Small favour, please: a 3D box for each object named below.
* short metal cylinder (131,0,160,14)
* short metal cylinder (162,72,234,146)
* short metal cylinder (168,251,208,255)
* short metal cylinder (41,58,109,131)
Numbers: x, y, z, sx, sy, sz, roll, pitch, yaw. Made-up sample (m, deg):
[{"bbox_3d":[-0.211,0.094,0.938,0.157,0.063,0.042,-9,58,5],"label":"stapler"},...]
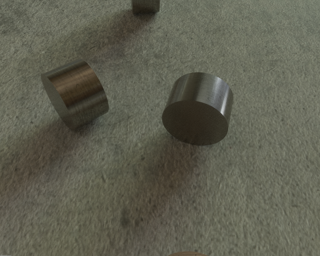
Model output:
[{"bbox_3d":[-0.031,-0.260,0.585,0.050,0.080,0.080,-6,50,-5],"label":"short metal cylinder"},{"bbox_3d":[0.048,-0.022,0.387,0.080,0.080,0.050,12,51,10],"label":"short metal cylinder"},{"bbox_3d":[0.024,0.152,0.259,0.081,0.050,0.080,0,50,0],"label":"short metal cylinder"},{"bbox_3d":[-0.110,-0.043,0.402,0.050,0.080,0.080,-31,57,-24],"label":"short metal cylinder"}]
